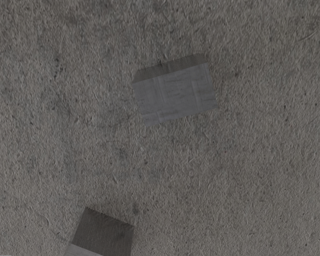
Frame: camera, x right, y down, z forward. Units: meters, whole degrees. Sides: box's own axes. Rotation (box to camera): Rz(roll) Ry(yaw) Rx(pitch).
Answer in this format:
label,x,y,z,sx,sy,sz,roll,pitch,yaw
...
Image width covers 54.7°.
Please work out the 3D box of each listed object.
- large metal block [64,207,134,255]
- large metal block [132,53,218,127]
label,x,y,z,sx,sy,sz,roll,pitch,yaw
large metal block,-0.087,0.170,0.442,0.080,0.080,0.050,25,108,-9
large metal block,0.016,-0.048,0.363,0.080,0.080,0.050,-15,110,5
